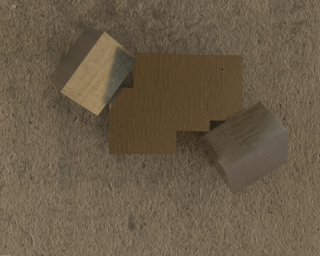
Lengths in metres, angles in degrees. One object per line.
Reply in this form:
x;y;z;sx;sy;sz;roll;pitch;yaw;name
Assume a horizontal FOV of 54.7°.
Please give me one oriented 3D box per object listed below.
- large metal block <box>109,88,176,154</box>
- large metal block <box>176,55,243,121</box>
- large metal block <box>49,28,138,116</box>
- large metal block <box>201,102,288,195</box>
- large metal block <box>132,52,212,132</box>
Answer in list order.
-0.021;-0.009;0.396;0.081;0.050;0.079;0;90;-1;large metal block
0.060;-0.049;0.400;0.081;0.050;0.079;0;90;-1;large metal block
-0.083;-0.071;0.376;0.050;0.080;0.080;36;90;-33;large metal block
0.105;0.027;0.378;0.080;0.080;0.050;-31;52;0;large metal block
0.013;-0.038;0.347;0.081;0.050;0.079;2;90;-1;large metal block
